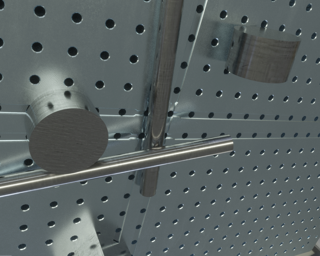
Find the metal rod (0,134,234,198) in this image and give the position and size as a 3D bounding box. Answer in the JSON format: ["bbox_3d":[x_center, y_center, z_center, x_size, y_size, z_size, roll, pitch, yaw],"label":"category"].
[{"bbox_3d":[-0.050,0.045,0.386,0.302,0.025,0.025,-9,123,-15],"label":"metal rod"}]

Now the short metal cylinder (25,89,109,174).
[{"bbox_3d":[-0.103,0.004,0.341,0.081,0.050,0.079,-14,124,-21],"label":"short metal cylinder"}]

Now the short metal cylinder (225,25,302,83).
[{"bbox_3d":[0.127,-0.094,0.387,0.081,0.080,0.050,-6,121,-26],"label":"short metal cylinder"}]

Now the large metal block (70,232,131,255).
[{"bbox_3d":[-0.095,0.220,0.479,0.080,0.050,0.080,-43,130,2],"label":"large metal block"}]

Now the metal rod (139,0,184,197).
[{"bbox_3d":[0.000,-0.036,0.388,0.025,0.025,0.298,-7,122,-25],"label":"metal rod"}]
